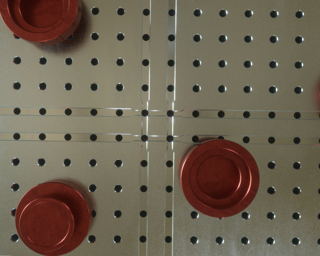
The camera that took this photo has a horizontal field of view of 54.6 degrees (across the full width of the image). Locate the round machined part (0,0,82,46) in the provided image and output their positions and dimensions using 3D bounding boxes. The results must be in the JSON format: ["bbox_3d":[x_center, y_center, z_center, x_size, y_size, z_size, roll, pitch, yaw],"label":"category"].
[{"bbox_3d":[-0.150,-0.155,0.404,0.099,0.042,0.097,0,90,0],"label":"round machined part"}]

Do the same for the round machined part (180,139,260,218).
[{"bbox_3d":[0.075,0.063,0.405,0.099,0.042,0.097,0,90,0],"label":"round machined part"}]

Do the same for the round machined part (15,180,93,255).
[{"bbox_3d":[-0.141,0.119,0.404,0.099,0.042,0.097,0,90,0],"label":"round machined part"}]
